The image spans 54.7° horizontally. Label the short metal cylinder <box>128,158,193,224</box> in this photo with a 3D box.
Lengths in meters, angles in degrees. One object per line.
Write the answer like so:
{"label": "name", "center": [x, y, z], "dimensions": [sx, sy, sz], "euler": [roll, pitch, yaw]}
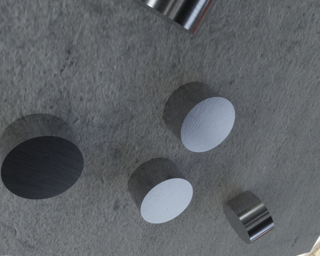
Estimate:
{"label": "short metal cylinder", "center": [0.000, 0.090, 0.448], "dimensions": [0.081, 0.050, 0.079], "euler": [-14, 125, -21]}

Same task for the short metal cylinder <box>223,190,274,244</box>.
{"label": "short metal cylinder", "center": [0.158, 0.161, 0.560], "dimensions": [0.050, 0.080, 0.080], "euler": [-28, 128, -11]}

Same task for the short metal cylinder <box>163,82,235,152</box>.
{"label": "short metal cylinder", "center": [0.051, -0.015, 0.411], "dimensions": [0.081, 0.050, 0.079], "euler": [-14, 125, -21]}

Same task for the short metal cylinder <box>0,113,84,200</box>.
{"label": "short metal cylinder", "center": [-0.130, 0.031, 0.339], "dimensions": [0.081, 0.050, 0.079], "euler": [-14, 125, -21]}

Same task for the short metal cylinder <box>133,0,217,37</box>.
{"label": "short metal cylinder", "center": [0.013, -0.131, 0.299], "dimensions": [0.080, 0.080, 0.050], "euler": [20, 108, -36]}
